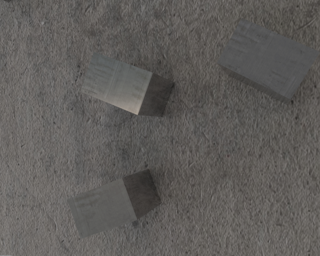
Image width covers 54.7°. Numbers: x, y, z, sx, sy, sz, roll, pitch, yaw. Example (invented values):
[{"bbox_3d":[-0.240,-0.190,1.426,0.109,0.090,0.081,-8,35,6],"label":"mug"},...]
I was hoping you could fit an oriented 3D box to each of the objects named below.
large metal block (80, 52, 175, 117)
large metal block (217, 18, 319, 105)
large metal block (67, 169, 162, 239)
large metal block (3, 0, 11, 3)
[{"bbox_3d":[-0.038,-0.052,0.393,0.080,0.080,0.050,23,98,18],"label":"large metal block"},{"bbox_3d":[0.117,-0.069,0.338,0.080,0.080,0.050,31,100,17],"label":"large metal block"},{"bbox_3d":[-0.055,0.095,0.399,0.080,0.080,0.050,-23,82,18],"label":"large metal block"},{"bbox_3d":[-0.240,-0.259,0.480,0.080,0.050,0.080,-26,82,18],"label":"large metal block"}]
